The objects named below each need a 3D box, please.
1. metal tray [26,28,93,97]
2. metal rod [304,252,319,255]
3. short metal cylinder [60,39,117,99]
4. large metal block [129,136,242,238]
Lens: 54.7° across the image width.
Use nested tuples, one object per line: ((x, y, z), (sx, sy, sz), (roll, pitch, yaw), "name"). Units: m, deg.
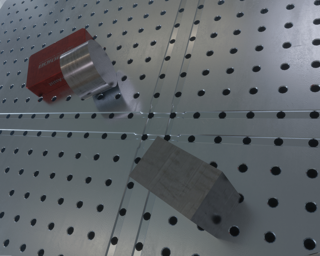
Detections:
((-0.185, -0.122, 0.577), (0.130, 0.030, 0.090), (-22, 53, 14), "metal tray")
((0.024, 0.164, 0.294), (0.301, 0.025, 0.025), (-22, 54, 15), "metal rod")
((-0.110, -0.091, 0.487), (0.050, 0.080, 0.080), (-23, 53, 15), "short metal cylinder")
((0.028, 0.061, 0.320), (0.080, 0.080, 0.050), (28, 77, 37), "large metal block")
